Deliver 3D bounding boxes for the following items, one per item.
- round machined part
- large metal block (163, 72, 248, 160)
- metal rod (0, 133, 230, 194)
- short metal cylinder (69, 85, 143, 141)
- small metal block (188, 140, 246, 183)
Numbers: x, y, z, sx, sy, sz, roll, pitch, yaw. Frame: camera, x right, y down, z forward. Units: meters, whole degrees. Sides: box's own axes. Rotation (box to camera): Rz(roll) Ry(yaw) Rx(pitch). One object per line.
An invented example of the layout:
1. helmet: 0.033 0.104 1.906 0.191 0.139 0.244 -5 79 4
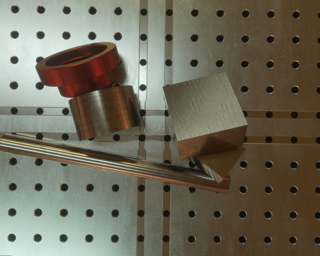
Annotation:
1. round machined part: -0.096 -0.070 0.382 0.099 0.098 0.042 -14 118 -1
2. large metal block: 0.053 -0.015 0.384 0.080 0.050 0.080 -13 58 -1
3. metal rod: -0.058 0.048 0.412 0.302 0.025 0.025 11 90 -1
4. short metal cylinder: -0.067 -0.018 0.385 0.080 0.080 0.050 -15 92 0
5. small metal block: 0.074 0.034 0.402 0.050 0.025 0.050 38 70 11
